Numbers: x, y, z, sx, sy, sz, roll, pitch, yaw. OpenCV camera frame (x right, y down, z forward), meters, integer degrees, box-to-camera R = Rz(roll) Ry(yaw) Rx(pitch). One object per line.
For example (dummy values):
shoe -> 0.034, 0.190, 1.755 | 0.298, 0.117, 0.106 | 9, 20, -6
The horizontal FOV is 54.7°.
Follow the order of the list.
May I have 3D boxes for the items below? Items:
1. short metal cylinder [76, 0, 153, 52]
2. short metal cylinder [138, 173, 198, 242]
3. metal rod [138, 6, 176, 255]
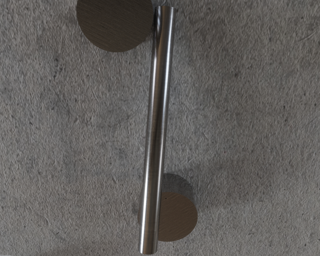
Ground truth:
short metal cylinder -> -0.047, -0.129, 0.349 | 0.081, 0.050, 0.079 | 0, 110, 0
short metal cylinder -> 0.010, 0.111, 0.438 | 0.081, 0.050, 0.079 | 0, 110, 0
metal rod -> -0.005, 0.009, 0.379 | 0.025, 0.025, 0.298 | 4, 97, -2
